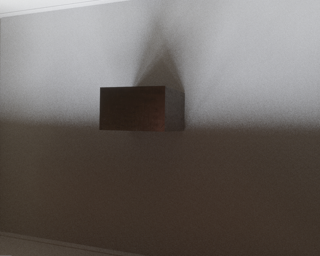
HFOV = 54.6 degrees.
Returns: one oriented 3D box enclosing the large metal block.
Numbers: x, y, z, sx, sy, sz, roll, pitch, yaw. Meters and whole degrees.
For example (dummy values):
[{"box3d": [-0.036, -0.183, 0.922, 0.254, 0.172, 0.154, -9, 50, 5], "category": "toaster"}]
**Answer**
[{"box3d": [-0.019, -0.022, 0.386, 0.080, 0.080, 0.050, 1, 91, 20], "category": "large metal block"}]
